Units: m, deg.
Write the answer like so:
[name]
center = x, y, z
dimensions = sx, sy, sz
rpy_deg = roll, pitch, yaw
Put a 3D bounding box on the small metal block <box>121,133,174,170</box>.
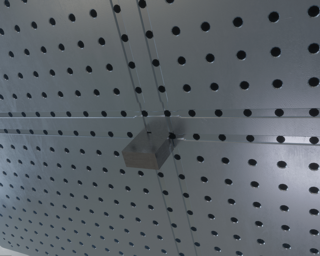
[small metal block]
center = -0.016, 0.030, 0.423
dimensions = 0.050, 0.050, 0.025
rpy_deg = 1, 119, 28
